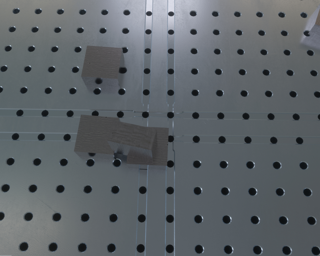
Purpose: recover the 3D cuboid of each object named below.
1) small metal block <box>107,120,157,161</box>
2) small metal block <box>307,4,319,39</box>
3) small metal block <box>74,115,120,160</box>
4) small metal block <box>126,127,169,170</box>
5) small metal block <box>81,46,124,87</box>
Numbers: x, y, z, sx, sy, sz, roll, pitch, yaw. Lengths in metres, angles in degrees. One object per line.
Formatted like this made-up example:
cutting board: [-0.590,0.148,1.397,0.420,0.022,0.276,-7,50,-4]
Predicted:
small metal block: [-0.031,0.016,0.366,0.050,0.050,0.025,12,71,4]
small metal block: [0.261,-0.161,0.472,0.050,0.025,0.050,22,71,8]
small metal block: [-0.080,0.012,0.407,0.050,0.025,0.050,5,70,2]
small metal block: [-0.015,0.026,0.402,0.050,0.025,0.050,3,70,1]
small metal block: [-0.081,-0.088,0.444,0.050,0.025,0.050,4,70,1]
